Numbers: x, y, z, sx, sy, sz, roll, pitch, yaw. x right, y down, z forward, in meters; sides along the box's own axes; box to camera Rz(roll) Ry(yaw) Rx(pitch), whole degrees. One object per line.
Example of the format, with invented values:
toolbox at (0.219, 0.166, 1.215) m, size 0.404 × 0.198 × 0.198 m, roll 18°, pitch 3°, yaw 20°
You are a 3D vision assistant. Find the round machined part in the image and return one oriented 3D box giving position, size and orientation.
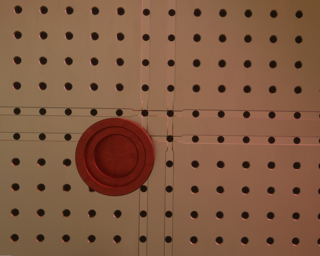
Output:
round machined part at (-0.056, 0.036, 0.405) m, size 0.099 × 0.042 × 0.097 m, roll 0°, pitch 90°, yaw 0°
